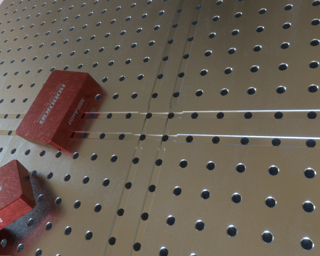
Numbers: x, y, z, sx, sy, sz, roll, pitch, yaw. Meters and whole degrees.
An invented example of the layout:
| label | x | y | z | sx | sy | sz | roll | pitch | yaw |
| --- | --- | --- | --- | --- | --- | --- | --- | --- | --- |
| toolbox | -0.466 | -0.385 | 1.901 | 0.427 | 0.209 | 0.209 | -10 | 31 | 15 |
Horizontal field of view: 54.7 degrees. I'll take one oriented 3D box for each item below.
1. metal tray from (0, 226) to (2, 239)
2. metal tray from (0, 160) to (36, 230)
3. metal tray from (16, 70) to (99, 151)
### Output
| label | x | y | z | sx | sy | sz | roll | pitch | yaw |
| --- | --- | --- | --- | --- | --- | --- | --- | --- | --- |
| metal tray | -0.292 | 0.191 | 0.438 | 0.130 | 0.030 | 0.090 | -17 | 55 | 18 |
| metal tray | -0.248 | 0.111 | 0.437 | 0.131 | 0.030 | 0.090 | -33 | 41 | -9 |
| metal tray | -0.169 | -0.033 | 0.512 | 0.090 | 0.030 | 0.130 | 11 | 67 | 32 |
